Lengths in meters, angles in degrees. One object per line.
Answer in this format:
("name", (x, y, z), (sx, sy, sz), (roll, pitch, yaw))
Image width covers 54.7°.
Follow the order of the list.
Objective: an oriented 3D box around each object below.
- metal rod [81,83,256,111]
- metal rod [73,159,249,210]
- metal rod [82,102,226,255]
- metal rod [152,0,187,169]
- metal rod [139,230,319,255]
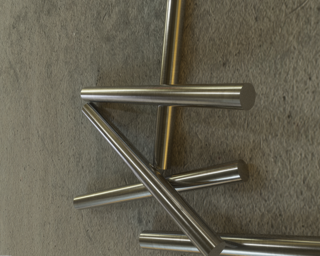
("metal rod", (-0.019, -0.041, 0.390), (0.300, 0.025, 0.025), (8, 95, 49))
("metal rod", (-0.022, 0.085, 0.423), (0.299, 0.025, 0.025), (-19, 78, 38))
("metal rod", (-0.029, 0.046, 0.403), (0.300, 0.025, 0.025), (42, 116, 40))
("metal rod", (0.015, -0.097, 0.392), (0.025, 0.025, 0.298), (9, 95, 39))
("metal rod", (0.094, 0.124, 0.327), (0.300, 0.025, 0.025), (-13, 82, 39))
